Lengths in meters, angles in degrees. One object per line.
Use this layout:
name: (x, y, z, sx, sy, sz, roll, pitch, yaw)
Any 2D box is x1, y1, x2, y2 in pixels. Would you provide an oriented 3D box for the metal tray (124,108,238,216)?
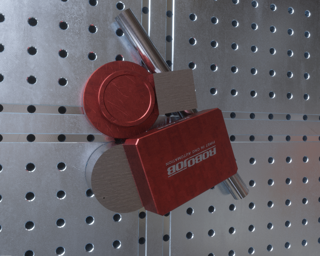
metal tray: (0.030, 0.036, 0.377, 0.131, 0.030, 0.089, -21, 98, -32)

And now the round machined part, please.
round machined part: (-0.044, -0.035, 0.382, 0.099, 0.042, 0.097, 0, 90, -19)

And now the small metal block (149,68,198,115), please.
small metal block: (0.016, -0.046, 0.390, 0.050, 0.025, 0.050, -10, 96, -15)

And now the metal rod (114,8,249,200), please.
metal rod: (0.036, -0.024, 0.422, 0.025, 0.025, 0.299, -38, 102, -16)

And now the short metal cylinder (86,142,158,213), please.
short metal cylinder: (-0.047, 0.057, 0.378, 0.081, 0.050, 0.079, 0, 90, -20)
